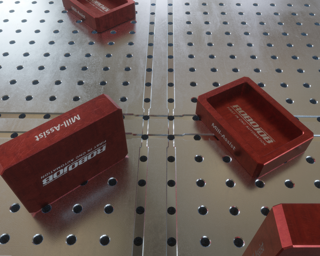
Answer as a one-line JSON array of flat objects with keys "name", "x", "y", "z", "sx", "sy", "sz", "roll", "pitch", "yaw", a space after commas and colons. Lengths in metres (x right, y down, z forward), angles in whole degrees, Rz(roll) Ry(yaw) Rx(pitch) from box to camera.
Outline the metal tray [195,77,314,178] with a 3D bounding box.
[{"name": "metal tray", "x": 0.120, "y": -0.007, "z": 0.411, "sx": 0.091, "sy": 0.030, "sz": 0.130, "roll": -24, "pitch": 54, "yaw": -19}]

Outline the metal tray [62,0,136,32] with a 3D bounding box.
[{"name": "metal tray", "x": -0.121, "y": -0.243, "z": 0.607, "sx": 0.091, "sy": 0.030, "sz": 0.130, "roll": -34, "pitch": 58, "yaw": -25}]

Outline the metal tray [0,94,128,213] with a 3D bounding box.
[{"name": "metal tray", "x": -0.100, "y": 0.028, "z": 0.341, "sx": 0.131, "sy": 0.090, "sz": 0.030, "roll": -31, "pitch": 57, "yaw": -24}]

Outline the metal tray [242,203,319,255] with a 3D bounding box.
[{"name": "metal tray", "x": 0.124, "y": 0.104, "z": 0.253, "sx": 0.090, "sy": 0.129, "sz": 0.030, "roll": 0, "pitch": 50, "yaw": 0}]
